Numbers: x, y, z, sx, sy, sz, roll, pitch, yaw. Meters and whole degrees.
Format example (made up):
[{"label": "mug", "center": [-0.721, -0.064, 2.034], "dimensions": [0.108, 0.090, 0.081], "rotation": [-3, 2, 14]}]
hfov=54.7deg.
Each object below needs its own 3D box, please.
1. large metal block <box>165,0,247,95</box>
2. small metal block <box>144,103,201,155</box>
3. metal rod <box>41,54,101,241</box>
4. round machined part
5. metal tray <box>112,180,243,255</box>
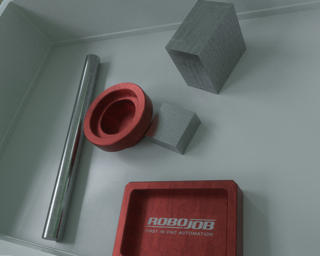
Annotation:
[{"label": "large metal block", "center": [0.062, -0.103, 0.400], "dimensions": [0.050, 0.080, 0.080], "rotation": [24, 75, 36]}, {"label": "small metal block", "center": [0.016, 0.000, 0.396], "dimensions": [0.050, 0.025, 0.050], "rotation": [20, 72, 35]}, {"label": "metal rod", "center": [-0.126, 0.010, 0.463], "dimensions": [0.025, 0.025, 0.299], "rotation": [-9, 58, 23]}, {"label": "round machined part", "center": [-0.052, -0.011, 0.425], "dimensions": [0.098, 0.042, 0.098], "rotation": [-15, 54, 23]}, {"label": "metal tray", "center": [0.019, 0.104, 0.327], "dimensions": [0.130, 0.030, 0.090], "rotation": [-6, 59, 24]}]
